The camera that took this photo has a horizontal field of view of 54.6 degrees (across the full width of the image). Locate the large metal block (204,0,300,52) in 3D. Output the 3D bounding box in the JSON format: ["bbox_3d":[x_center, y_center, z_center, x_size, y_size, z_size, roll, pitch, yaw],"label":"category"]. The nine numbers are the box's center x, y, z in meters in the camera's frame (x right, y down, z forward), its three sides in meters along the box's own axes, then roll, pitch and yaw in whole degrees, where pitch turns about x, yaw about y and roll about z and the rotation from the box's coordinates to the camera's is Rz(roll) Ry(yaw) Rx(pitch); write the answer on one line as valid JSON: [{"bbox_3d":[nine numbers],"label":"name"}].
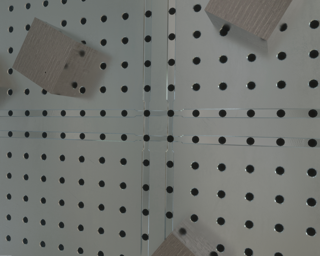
[{"bbox_3d":[0.111,-0.148,0.360,0.080,0.050,0.080,33,101,17],"label":"large metal block"}]

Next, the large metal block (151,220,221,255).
[{"bbox_3d":[0.028,0.180,0.390,0.080,0.050,0.080,41,103,15],"label":"large metal block"}]

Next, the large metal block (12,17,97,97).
[{"bbox_3d":[-0.154,-0.102,0.455,0.080,0.050,0.080,32,100,17],"label":"large metal block"}]
